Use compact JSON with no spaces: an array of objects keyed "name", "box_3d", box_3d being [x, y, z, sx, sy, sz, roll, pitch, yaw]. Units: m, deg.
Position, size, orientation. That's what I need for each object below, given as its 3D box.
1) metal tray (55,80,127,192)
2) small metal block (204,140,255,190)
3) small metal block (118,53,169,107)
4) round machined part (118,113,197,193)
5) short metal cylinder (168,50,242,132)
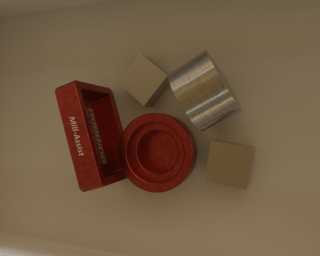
[{"name":"metal tray","box_3d":[-0.081,0.009,0.401,0.030,0.090,0.129,-18,84,19]},{"name":"small metal block","box_3d":[0.085,0.044,0.378,0.050,0.025,0.050,10,93,20]},{"name":"small metal block","box_3d":[-0.019,-0.063,0.414,0.050,0.025,0.050,42,104,16]},{"name":"round machined part","box_3d":[0.000,0.030,0.397,0.098,0.042,0.097,0,90,19]},{"name":"short metal cylinder","box_3d":[0.053,-0.043,0.361,0.050,0.080,0.080,-31,80,17]}]
